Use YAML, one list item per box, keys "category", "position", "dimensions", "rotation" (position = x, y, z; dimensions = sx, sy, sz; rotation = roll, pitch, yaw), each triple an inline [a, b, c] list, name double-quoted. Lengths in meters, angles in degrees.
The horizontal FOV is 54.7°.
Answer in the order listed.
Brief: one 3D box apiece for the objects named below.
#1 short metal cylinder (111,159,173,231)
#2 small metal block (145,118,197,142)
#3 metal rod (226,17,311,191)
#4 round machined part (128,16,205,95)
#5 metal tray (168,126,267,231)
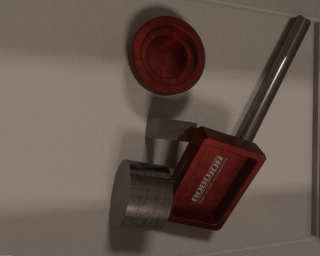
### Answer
- category: "short metal cylinder"
  position: [-0.024, 0.081, 0.373]
  dimensions: [0.050, 0.080, 0.080]
  rotation: [11, 86, -20]
- category: "small metal block"
  position: [0.013, 0.003, 0.403]
  dimensions: [0.050, 0.050, 0.025]
  rotation: [7, 88, -20]
- category: "metal rod"
  position: [0.157, -0.041, 0.470]
  dimensions: [0.025, 0.025, 0.300]
  rotation: [33, 79, -18]
- category: "round machined part"
  position: [0.006, -0.091, 0.405]
  dimensions: [0.099, 0.042, 0.097]
  rotation: [0, 90, -21]
- category: "metal tray"
  position: [0.064, 0.069, 0.400]
  dimensions: [0.091, 0.030, 0.129]
  rotation: [17, 113, -19]
